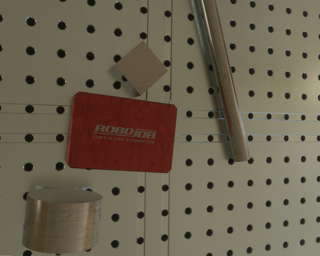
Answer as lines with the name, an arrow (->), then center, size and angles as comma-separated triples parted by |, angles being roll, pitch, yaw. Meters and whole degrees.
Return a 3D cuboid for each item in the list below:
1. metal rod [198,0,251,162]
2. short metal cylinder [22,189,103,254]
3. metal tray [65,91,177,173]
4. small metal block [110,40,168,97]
metal rod -> 0.086, -0.098, 0.445 | 0.025, 0.025, 0.298 | -16, 96, -20
short metal cylinder -> -0.107, 0.100, 0.345 | 0.081, 0.080, 0.050 | 6, 88, -20
metal tray -> -0.047, 0.008, 0.393 | 0.131, 0.030, 0.089 | 6, 88, -20
small metal block -> -0.027, -0.076, 0.403 | 0.050, 0.025, 0.050 | -45, 104, -15
